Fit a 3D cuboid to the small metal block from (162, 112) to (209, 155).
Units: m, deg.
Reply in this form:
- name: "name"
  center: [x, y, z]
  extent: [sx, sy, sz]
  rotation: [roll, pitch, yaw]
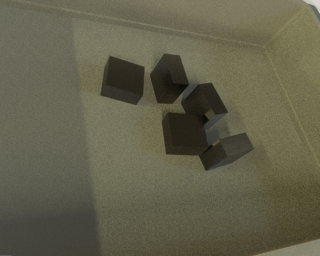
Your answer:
- name: "small metal block"
  center: [0.033, 0.008, 0.416]
  extent: [0.050, 0.025, 0.050]
  rotation: [3, 60, -19]

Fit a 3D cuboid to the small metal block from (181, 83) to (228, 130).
- name: "small metal block"
  center: [0.062, -0.029, 0.443]
  extent: [0.025, 0.050, 0.050]
  rotation: [-12, 68, -34]

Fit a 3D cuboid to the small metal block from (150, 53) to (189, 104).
- name: "small metal block"
  center: [0.012, -0.069, 0.440]
  extent: [0.025, 0.050, 0.050]
  rotation: [0, 62, -29]

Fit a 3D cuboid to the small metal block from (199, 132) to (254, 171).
- name: "small metal block"
  center: [0.089, 0.032, 0.420]
  extent: [0.050, 0.050, 0.025]
  rotation: [-11, 68, -33]

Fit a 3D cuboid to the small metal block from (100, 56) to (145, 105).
- name: "small metal block"
  center: [-0.050, -0.064, 0.419]
  extent: [0.050, 0.025, 0.050]
  rotation: [14, 56, -21]
